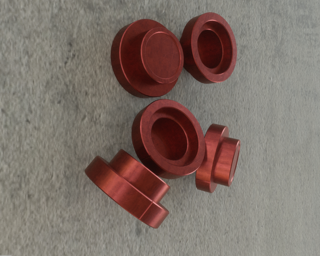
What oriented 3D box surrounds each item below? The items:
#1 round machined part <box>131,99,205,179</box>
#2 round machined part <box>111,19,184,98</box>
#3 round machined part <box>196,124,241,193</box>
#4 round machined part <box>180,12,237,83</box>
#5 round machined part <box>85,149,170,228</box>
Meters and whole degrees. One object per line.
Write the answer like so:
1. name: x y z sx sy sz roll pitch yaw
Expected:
1. round machined part: 0.006 0.016 0.387 0.099 0.042 0.098 17 60 -31
2. round machined part: -0.008 -0.087 0.388 0.099 0.042 0.097 0 90 -40
3. round machined part: 0.086 0.045 0.440 0.098 0.042 0.097 12 91 -70
4. round machined part: 0.065 -0.113 0.451 0.099 0.042 0.097 0 90 -40
5. round machined part: -0.028 0.059 0.331 0.098 0.098 0.042 44 80 -32
